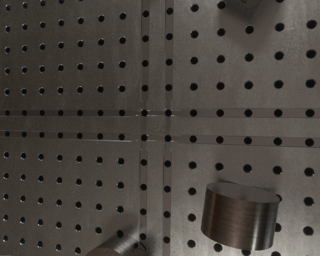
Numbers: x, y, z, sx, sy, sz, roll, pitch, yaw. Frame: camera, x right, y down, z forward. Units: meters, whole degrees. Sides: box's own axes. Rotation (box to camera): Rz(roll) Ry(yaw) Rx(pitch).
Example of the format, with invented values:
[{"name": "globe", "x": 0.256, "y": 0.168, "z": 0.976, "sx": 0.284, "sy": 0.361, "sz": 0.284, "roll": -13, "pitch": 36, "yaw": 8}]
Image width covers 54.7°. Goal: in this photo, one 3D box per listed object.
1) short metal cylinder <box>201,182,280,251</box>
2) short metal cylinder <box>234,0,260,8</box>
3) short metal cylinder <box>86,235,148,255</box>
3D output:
[{"name": "short metal cylinder", "x": 0.090, "y": 0.097, "z": 0.351, "sx": 0.080, "sy": 0.080, "sz": 0.050, "roll": 8, "pitch": 93, "yaw": 19}, {"name": "short metal cylinder", "x": 0.100, "y": -0.184, "z": 0.348, "sx": 0.050, "sy": 0.080, "sz": 0.080, "roll": 37, "pitch": 102, "yaw": 16}, {"name": "short metal cylinder", "x": -0.060, "y": 0.193, "z": 0.419, "sx": 0.080, "sy": 0.050, "sz": 0.079, "roll": 0, "pitch": 90, "yaw": 19}]
